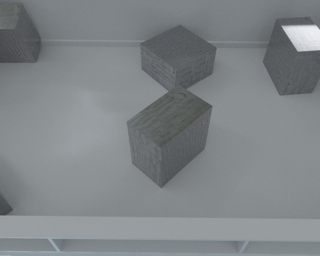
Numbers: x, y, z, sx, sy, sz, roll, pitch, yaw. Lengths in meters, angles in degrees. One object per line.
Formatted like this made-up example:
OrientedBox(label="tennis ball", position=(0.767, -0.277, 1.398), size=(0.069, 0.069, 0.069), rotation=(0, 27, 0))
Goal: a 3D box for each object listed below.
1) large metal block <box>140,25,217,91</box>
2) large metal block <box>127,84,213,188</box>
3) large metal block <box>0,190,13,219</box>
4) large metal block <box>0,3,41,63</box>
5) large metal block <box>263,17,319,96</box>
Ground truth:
OrientedBox(label="large metal block", position=(0.027, -0.106, 0.478), size=(0.080, 0.050, 0.080), rotation=(-32, 57, -24))
OrientedBox(label="large metal block", position=(0.011, 0.010, 0.361), size=(0.050, 0.080, 0.080), rotation=(37, 59, 27))
OrientedBox(label="large metal block", position=(-0.220, 0.073, 0.326), size=(0.080, 0.050, 0.080), rotation=(-35, 59, -26))
OrientedBox(label="large metal block", position=(-0.244, -0.146, 0.484), size=(0.081, 0.080, 0.050), rotation=(0, 66, 0))
OrientedBox(label="large metal block", position=(0.200, -0.106, 0.460), size=(0.050, 0.080, 0.080), rotation=(-5, 50, -4))
